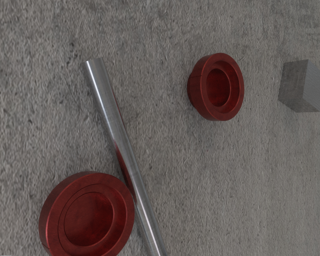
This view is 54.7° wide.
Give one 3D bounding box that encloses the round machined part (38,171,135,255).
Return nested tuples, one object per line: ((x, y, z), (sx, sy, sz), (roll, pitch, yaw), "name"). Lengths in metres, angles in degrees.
((-0.079, 0.094, 0.328), (0.099, 0.042, 0.097), (0, 90, -40), "round machined part")

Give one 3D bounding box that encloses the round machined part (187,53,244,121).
((0.078, -0.059, 0.459), (0.099, 0.042, 0.097), (0, 90, -40), "round machined part")

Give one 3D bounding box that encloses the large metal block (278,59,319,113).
((0.289, -0.083, 0.630), (0.080, 0.050, 0.080), (22, 76, -38), "large metal block")

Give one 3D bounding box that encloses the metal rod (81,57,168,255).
((-0.033, 0.064, 0.376), (0.025, 0.025, 0.298), (-27, 107, -37), "metal rod")
